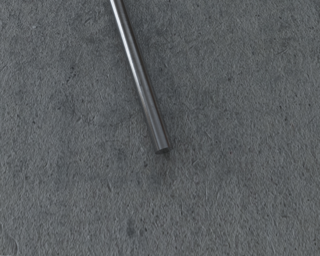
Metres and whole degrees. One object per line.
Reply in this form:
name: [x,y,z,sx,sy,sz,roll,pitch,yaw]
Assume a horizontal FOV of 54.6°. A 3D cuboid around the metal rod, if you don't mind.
metal rod: [-0.038,-0.105,0.446,0.025,0.025,0.299,-16,71,-6]
